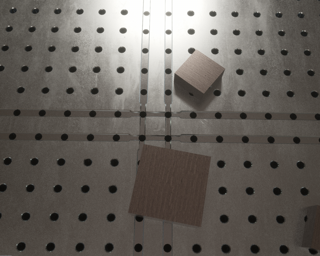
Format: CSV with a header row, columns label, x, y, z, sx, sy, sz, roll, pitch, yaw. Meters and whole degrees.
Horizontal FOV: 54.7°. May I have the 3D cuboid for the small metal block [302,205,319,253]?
label,x,y,z,sx,sy,sz,roll,pitch,yaw
small metal block,0.203,0.125,0.369,0.050,0.025,0.050,17,71,5

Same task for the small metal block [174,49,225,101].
label,x,y,z,sx,sy,sz,roll,pitch,yaw
small metal block,0.055,-0.075,0.440,0.050,0.025,0.050,38,74,12

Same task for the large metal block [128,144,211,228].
label,x,y,z,sx,sy,sz,roll,pitch,yaw
large metal block,0.012,0.071,0.373,0.080,0.050,0.080,10,70,3
